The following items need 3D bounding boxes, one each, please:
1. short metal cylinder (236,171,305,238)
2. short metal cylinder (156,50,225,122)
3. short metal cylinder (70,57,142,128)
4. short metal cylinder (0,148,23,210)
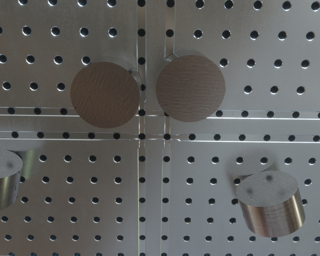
[{"bbox_3d":[0.151,0.102,0.424,0.080,0.080,0.050,-19,109,6],"label":"short metal cylinder"},{"bbox_3d":[0.035,-0.053,0.381,0.081,0.050,0.079,0,110,-1],"label":"short metal cylinder"},{"bbox_3d":[-0.063,-0.045,0.382,0.081,0.050,0.079,0,110,-1],"label":"short metal cylinder"},{"bbox_3d":[-0.227,0.066,0.405,0.080,0.080,0.050,15,109,-6],"label":"short metal cylinder"}]
